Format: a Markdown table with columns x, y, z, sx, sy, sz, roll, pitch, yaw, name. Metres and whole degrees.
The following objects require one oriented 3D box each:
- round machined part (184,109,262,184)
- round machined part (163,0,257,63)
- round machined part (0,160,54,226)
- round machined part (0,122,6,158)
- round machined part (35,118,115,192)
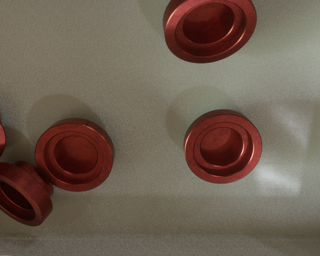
| x | y | z | sx | sy | sz | roll | pitch | yaw | name |
| --- | --- | --- | --- | --- | --- | --- | --- | --- | --- |
| 0.080 | 0.021 | 0.411 | 0.099 | 0.042 | 0.097 | 0 | 110 | -1 | round machined part |
| 0.052 | -0.121 | 0.342 | 0.099 | 0.042 | 0.098 | -5 | 148 | -3 | round machined part |
| -0.184 | 0.082 | 0.416 | 0.098 | 0.042 | 0.097 | 15 | 130 | 19 | round machined part |
| -0.251 | 0.011 | 0.387 | 0.099 | 0.042 | 0.097 | -16 | 119 | -31 | round machined part |
| -0.109 | 0.032 | 0.413 | 0.099 | 0.042 | 0.097 | 0 | 110 | -1 | round machined part |
